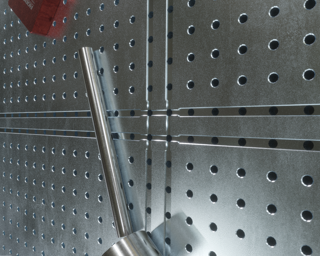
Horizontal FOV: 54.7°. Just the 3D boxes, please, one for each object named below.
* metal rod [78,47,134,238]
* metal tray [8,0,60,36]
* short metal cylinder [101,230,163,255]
[{"bbox_3d":[-0.086,0.014,0.480,0.025,0.025,0.299,-23,75,37],"label":"metal rod"},{"bbox_3d":[-0.252,-0.254,0.615,0.130,0.030,0.089,47,118,29],"label":"metal tray"},{"bbox_3d":[-0.037,0.181,0.404,0.050,0.081,0.080,48,119,29],"label":"short metal cylinder"}]
